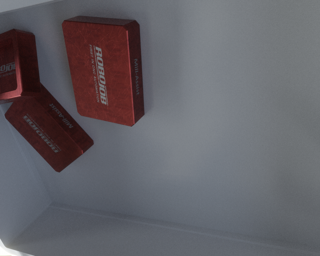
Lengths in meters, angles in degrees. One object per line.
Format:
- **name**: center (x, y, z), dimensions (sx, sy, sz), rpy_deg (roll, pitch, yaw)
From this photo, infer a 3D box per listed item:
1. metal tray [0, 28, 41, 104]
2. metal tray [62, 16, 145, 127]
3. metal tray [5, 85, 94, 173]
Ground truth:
- **metal tray**: center (-0.233, -0.083, 0.451), dimensions (0.130, 0.030, 0.089), rpy_deg (-6, 90, 30)
- **metal tray**: center (-0.069, -0.071, 0.396), dimensions (0.090, 0.030, 0.129), rpy_deg (12, 124, 21)
- **metal tray**: center (-0.179, 0.002, 0.498), dimensions (0.130, 0.030, 0.090), rpy_deg (49, 128, -7)
